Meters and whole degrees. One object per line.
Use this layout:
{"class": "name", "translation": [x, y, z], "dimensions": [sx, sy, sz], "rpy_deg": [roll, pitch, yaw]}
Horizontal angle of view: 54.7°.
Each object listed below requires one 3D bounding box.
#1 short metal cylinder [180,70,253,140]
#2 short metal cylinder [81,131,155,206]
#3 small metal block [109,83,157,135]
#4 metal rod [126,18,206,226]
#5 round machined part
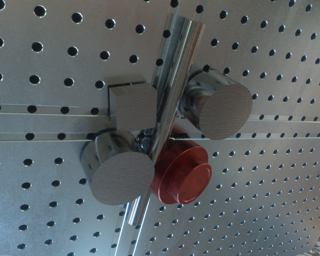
{"class": "short metal cylinder", "translation": [0.074, -0.031, 0.411], "dimensions": [0.081, 0.050, 0.079], "rpy_deg": [-14, 124, -21]}
{"class": "short metal cylinder", "translation": [-0.054, 0.050, 0.391], "dimensions": [0.081, 0.050, 0.079], "rpy_deg": [-14, 124, -21]}
{"class": "small metal block", "translation": [-0.032, -0.024, 0.374], "dimensions": [0.050, 0.025, 0.050], "rpy_deg": [-11, 123, -23]}
{"class": "metal rod", "translation": [0.001, 0.009, 0.412], "dimensions": [0.025, 0.025, 0.298], "rpy_deg": [3, 117, -30]}
{"class": "round machined part", "translation": [0.036, 0.070, 0.443], "dimensions": [0.099, 0.042, 0.097], "rpy_deg": [-27, 134, -31]}
